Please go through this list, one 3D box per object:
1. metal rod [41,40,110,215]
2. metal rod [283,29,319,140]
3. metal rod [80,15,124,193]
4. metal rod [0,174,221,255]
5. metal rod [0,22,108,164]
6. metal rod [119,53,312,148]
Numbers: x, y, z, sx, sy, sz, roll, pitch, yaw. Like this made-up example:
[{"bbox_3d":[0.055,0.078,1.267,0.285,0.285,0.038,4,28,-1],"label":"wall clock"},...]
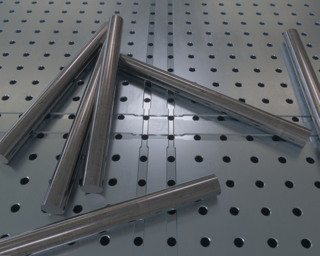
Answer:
[{"bbox_3d":[-0.100,-0.026,0.429,0.025,0.025,0.300,5,50,4],"label":"metal rod"},{"bbox_3d":[0.223,-0.050,0.450,0.025,0.025,0.300,2,50,2],"label":"metal rod"},{"bbox_3d":[-0.075,-0.055,0.434,0.025,0.025,0.300,1,56,1],"label":"metal rod"},{"bbox_3d":[-0.079,0.102,0.321,0.302,0.025,0.025,-15,52,-12],"label":"metal rod"},{"bbox_3d":[-0.144,-0.072,0.467,0.025,0.025,0.301,16,52,13],"label":"metal rod"},{"bbox_3d":[0.062,-0.047,0.447,0.300,0.025,0.025,26,55,20],"label":"metal rod"}]
